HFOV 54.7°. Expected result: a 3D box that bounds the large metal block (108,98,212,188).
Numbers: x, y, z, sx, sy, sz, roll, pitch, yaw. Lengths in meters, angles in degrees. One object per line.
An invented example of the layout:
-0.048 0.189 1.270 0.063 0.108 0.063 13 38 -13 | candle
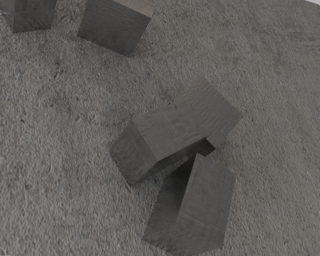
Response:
-0.002 0.017 0.357 0.081 0.080 0.050 -23 75 -36 | large metal block

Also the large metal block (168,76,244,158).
0.053 -0.012 0.423 0.080 0.050 0.080 46 51 3 | large metal block

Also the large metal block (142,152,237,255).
0.031 0.085 0.333 0.050 0.080 0.080 30 52 -9 | large metal block

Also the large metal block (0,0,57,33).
-0.171 -0.179 0.385 0.050 0.080 0.080 -22 74 -36 | large metal block

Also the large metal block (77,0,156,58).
-0.061 -0.156 0.430 0.080 0.080 0.050 20 54 -17 | large metal block
